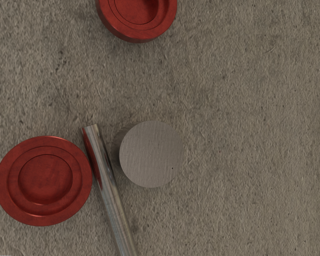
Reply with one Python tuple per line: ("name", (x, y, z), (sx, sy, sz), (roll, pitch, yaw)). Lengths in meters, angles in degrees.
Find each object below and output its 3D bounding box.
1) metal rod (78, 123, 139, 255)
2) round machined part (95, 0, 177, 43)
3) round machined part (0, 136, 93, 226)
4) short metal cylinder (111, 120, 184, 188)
("metal rod", (-0.046, 0.140, 0.392), (0.025, 0.025, 0.298), (-18, 96, -19))
("round machined part", (-0.032, -0.155, 0.388), (0.099, 0.042, 0.097), (0, 90, -20))
("round machined part", (-0.129, 0.057, 0.352), (0.099, 0.042, 0.097), (0, 90, -20))
("short metal cylinder", (-0.017, 0.031, 0.389), (0.081, 0.050, 0.079), (0, 90, -20))
